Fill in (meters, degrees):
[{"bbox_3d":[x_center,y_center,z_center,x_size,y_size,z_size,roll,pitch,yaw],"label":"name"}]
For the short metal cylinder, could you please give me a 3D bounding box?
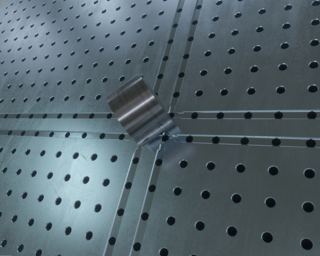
[{"bbox_3d":[-0.024,-0.023,0.397,0.050,0.080,0.080,-35,52,5],"label":"short metal cylinder"}]
